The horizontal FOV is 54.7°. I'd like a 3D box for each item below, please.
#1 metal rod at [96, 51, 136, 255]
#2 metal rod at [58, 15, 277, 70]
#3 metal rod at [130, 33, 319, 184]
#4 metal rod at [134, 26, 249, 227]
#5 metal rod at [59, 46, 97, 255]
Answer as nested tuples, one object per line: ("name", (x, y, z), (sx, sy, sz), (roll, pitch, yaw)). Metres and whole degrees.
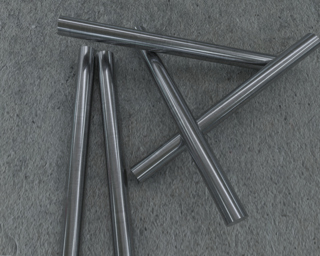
("metal rod", (-0.057, 0.035, 0.394), (0.025, 0.025, 0.299), (-8, 70, -3))
("metal rod", (0.020, -0.111, 0.418), (0.302, 0.025, 0.025), (8, 70, -9))
("metal rod", (0.090, -0.030, 0.405), (0.301, 0.025, 0.025), (-37, 74, -7))
("metal rod", (0.023, -0.023, 0.387), (0.025, 0.025, 0.299), (-21, 60, -7))
("metal rod", (-0.103, 0.029, 0.396), (0.025, 0.025, 0.299), (0, 70, 0))
